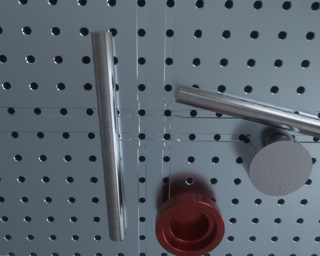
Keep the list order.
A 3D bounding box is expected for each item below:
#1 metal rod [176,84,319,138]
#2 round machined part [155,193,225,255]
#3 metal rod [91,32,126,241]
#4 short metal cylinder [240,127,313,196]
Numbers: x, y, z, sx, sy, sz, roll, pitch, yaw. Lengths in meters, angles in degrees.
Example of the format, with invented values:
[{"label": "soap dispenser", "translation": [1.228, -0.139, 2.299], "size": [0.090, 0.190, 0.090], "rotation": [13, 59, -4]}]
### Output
[{"label": "metal rod", "translation": [0.169, -0.010, 0.412], "size": [0.302, 0.025, 0.025], "rotation": [13, 110, -6]}, {"label": "round machined part", "translation": [0.043, 0.137, 0.456], "size": [0.099, 0.042, 0.097], "rotation": [0, 110, -1]}, {"label": "metal rod", "translation": [-0.067, 0.025, 0.421], "size": [0.025, 0.025, 0.298], "rotation": [-1, 110, 0]}, {"label": "short metal cylinder", "translation": [0.154, 0.044, 0.419], "size": [0.081, 0.050, 0.079], "rotation": [0, 110, -1]}]
